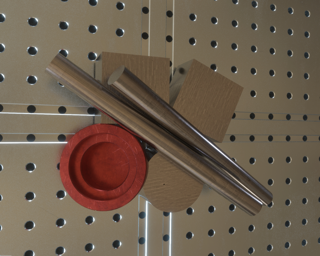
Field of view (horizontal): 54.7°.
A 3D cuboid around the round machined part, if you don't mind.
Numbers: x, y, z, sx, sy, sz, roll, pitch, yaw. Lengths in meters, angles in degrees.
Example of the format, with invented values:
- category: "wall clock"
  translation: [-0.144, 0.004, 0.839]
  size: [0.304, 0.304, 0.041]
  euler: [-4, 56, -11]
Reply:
- category: "round machined part"
  translation: [-0.062, 0.045, 0.365]
  size: [0.099, 0.042, 0.097]
  euler: [0, 87, 3]

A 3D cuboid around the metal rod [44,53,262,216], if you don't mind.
- category: "metal rod"
  translation: [0.007, 0.019, 0.357]
  size: [0.301, 0.025, 0.025]
  euler: [36, 78, -18]

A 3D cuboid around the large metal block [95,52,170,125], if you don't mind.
- category: "large metal block"
  translation: [-0.035, -0.044, 0.379]
  size: [0.081, 0.050, 0.079]
  euler: [1, 90, -20]

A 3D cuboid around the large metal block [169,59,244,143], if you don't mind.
- category: "large metal block"
  translation: [0.052, -0.034, 0.414]
  size: [0.080, 0.050, 0.080]
  euler: [26, 82, -18]

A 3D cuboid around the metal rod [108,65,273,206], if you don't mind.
- category: "metal rod"
  translation: [0.057, 0.026, 0.390]
  size: [0.301, 0.025, 0.025]
  euler: [38, 78, -31]

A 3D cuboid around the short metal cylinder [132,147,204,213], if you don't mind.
- category: "short metal cylinder"
  translation: [0.009, 0.062, 0.398]
  size: [0.081, 0.050, 0.079]
  euler: [0, 90, -20]
